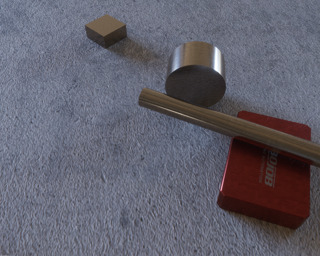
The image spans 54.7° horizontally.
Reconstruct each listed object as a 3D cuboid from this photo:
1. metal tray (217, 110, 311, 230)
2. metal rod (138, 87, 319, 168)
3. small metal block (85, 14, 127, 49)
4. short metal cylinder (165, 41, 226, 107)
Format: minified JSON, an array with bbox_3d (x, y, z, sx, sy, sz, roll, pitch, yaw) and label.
[{"bbox_3d":[0.126,0.043,0.366,0.090,0.030,0.130,14,51,11],"label":"metal tray"},{"bbox_3d":[0.115,0.009,0.357,0.301,0.025,0.025,20,53,15],"label":"metal rod"},{"bbox_3d":[-0.095,-0.171,0.546,0.050,0.025,0.050,35,58,26],"label":"small metal block"},{"bbox_3d":[0.050,-0.072,0.428,0.080,0.080,0.050,5,50,3],"label":"short metal cylinder"}]
